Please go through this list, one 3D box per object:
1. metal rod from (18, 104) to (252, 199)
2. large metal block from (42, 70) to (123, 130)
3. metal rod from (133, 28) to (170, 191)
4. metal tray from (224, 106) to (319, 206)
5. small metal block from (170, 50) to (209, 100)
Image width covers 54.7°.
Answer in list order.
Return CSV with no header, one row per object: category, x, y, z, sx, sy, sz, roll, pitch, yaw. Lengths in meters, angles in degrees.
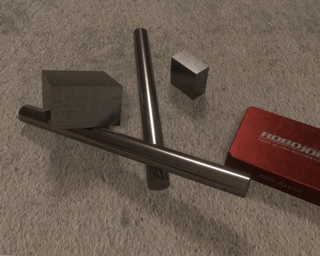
metal rod,-0.047,0.019,0.361,0.301,0.025,0.025,16,51,22
large metal block,-0.099,-0.038,0.386,0.081,0.050,0.080,-4,24,-26
metal rod,-0.018,-0.050,0.444,0.025,0.025,0.300,-5,50,-4
metal tray,0.156,0.032,0.375,0.130,0.030,0.090,21,53,16
small metal block,0.042,-0.077,0.453,0.025,0.050,0.050,-34,58,-25
